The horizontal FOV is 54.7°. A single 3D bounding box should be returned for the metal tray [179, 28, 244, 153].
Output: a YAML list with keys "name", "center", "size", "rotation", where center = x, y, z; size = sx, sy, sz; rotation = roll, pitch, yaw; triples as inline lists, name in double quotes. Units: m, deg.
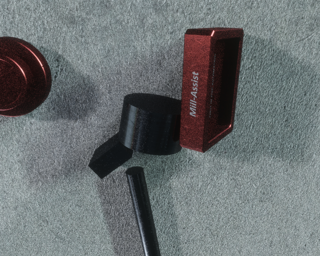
- name: "metal tray"
  center: [0.060, -0.047, 0.357]
  size: [0.030, 0.091, 0.129]
  rotation: [14, 114, 31]

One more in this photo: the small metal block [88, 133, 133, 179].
- name: "small metal block"
  center: [-0.062, 0.033, 0.408]
  size: [0.050, 0.050, 0.025]
  rotation: [-36, 106, 12]

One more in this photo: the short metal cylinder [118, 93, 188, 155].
- name: "short metal cylinder"
  center: [-0.007, -0.007, 0.378]
  size: [0.081, 0.080, 0.050]
  rotation: [10, 110, -4]

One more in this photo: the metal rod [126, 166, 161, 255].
- name: "metal rod"
  center: [-0.012, 0.197, 0.482]
  size: [0.025, 0.025, 0.298]
  rotation: [-9, 110, 3]

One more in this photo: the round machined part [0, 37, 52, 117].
- name: "round machined part"
  center: [-0.188, -0.060, 0.377]
  size: [0.099, 0.042, 0.097]
  rotation: [0, 110, 0]
